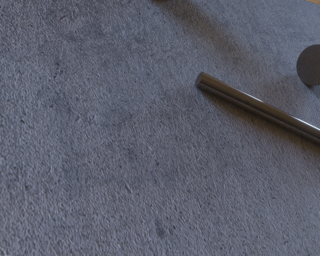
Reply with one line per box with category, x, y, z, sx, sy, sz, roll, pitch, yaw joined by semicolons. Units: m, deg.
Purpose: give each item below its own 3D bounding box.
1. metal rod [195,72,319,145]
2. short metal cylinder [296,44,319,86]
metal rod;0.195;-0.020;0.520;0.302;0.025;0.025;23;53;-15
short metal cylinder;0.325;-0.126;0.620;0.050;0.080;0.080;-8;66;-32
